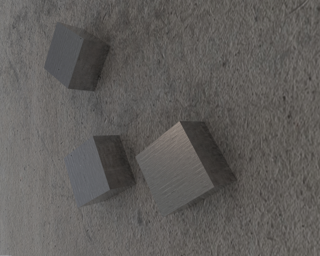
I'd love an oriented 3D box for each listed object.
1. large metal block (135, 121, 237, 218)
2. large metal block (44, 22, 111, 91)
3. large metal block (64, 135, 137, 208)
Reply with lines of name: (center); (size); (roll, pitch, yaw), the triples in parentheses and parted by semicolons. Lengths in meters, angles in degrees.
large metal block: (0.028, 0.047, 0.365); (0.080, 0.050, 0.080); (-40, 66, 33)
large metal block: (-0.136, -0.115, 0.501); (0.080, 0.050, 0.079); (37, 113, 33)
large metal block: (-0.092, 0.064, 0.465); (0.080, 0.050, 0.080); (-33, 69, 35)
